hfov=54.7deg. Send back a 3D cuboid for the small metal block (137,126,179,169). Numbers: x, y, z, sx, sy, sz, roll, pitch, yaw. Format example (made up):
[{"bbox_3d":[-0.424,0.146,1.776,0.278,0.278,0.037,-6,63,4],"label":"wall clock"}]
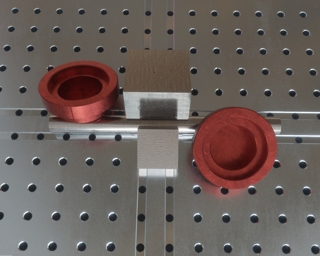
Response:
[{"bbox_3d":[-0.003,0.024,0.392,0.050,0.025,0.050,1,99,0],"label":"small metal block"}]

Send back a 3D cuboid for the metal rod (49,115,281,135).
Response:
[{"bbox_3d":[0.007,-0.004,0.414,0.302,0.025,0.025,1,70,0],"label":"metal rod"}]

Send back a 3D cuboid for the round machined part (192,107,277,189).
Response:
[{"bbox_3d":[0.088,0.022,0.382,0.099,0.042,0.097,0,95,0],"label":"round machined part"}]

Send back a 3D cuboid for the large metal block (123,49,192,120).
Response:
[{"bbox_3d":[-0.003,-0.058,0.407,0.081,0.050,0.080,1,52,0],"label":"large metal block"}]

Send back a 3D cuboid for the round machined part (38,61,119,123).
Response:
[{"bbox_3d":[-0.102,-0.044,0.404,0.099,0.042,0.098,0,44,0],"label":"round machined part"}]
